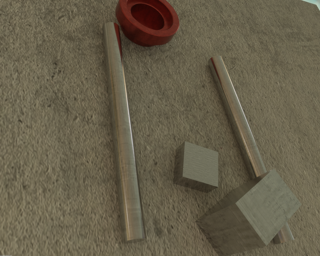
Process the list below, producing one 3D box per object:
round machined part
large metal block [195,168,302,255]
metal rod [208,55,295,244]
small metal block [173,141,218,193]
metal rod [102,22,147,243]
[{"bbox_3d":[-0.023,-0.166,0.484,0.099,0.042,0.098,14,56,-21],"label":"round machined part"},{"bbox_3d":[0.102,0.100,0.364,0.081,0.080,0.050,-27,77,-37],"label":"large metal block"},{"bbox_3d":[0.128,0.017,0.464,0.025,0.025,0.299,0,62,-29],"label":"metal rod"},{"bbox_3d":[0.047,0.051,0.400,0.050,0.025,0.050,19,54,-18],"label":"small metal block"},{"bbox_3d":[-0.049,-0.015,0.387,0.025,0.025,0.299,5,60,-26],"label":"metal rod"}]
